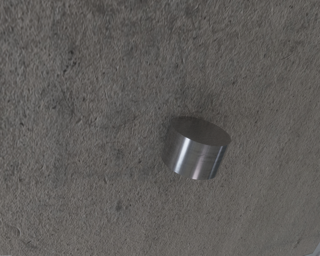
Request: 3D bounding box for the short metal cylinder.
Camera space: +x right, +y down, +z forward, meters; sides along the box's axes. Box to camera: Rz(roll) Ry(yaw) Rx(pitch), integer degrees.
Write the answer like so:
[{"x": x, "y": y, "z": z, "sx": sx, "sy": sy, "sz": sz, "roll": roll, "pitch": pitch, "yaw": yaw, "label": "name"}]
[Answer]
[{"x": 0.047, "y": 0.025, "z": 0.411, "sx": 0.081, "sy": 0.080, "sz": 0.050, "roll": 2, "pitch": 118, "yaw": -29, "label": "short metal cylinder"}]
